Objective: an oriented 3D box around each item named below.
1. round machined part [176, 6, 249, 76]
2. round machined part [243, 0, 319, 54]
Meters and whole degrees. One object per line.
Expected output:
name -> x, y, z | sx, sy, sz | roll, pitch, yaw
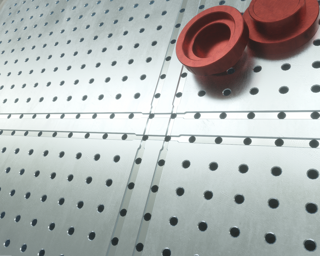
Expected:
round machined part -> 0.074, -0.113, 0.422 | 0.098, 0.042, 0.098 | -17, 57, 29
round machined part -> 0.155, -0.149, 0.408 | 0.098, 0.042, 0.098 | -13, 56, 21
